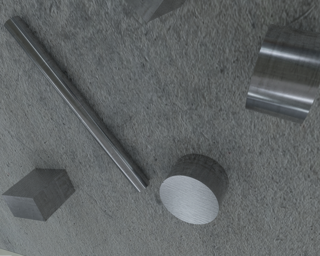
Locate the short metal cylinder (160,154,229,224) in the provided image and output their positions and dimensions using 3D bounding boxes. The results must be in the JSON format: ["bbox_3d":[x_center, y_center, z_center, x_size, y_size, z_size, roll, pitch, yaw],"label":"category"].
[{"bbox_3d":[0.047,0.081,0.417,0.080,0.050,0.079,13,124,21],"label":"short metal cylinder"}]

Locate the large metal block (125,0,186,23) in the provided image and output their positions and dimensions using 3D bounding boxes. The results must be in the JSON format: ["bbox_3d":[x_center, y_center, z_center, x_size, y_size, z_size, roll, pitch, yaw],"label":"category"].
[{"bbox_3d":[0.010,-0.149,0.274,0.050,0.080,0.080,45,129,-3],"label":"large metal block"}]

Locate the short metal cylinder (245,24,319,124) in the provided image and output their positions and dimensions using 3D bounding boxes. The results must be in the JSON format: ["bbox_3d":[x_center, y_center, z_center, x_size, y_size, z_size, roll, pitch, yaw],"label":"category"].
[{"bbox_3d":[0.115,-0.049,0.281,0.050,0.080,0.079,18,125,18],"label":"short metal cylinder"}]

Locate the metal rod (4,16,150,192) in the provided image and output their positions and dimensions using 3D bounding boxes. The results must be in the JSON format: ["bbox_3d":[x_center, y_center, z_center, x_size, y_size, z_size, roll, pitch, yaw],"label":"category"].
[{"bbox_3d":[-0.114,-0.028,0.449,0.025,0.025,0.299,-29,103,37],"label":"metal rod"}]

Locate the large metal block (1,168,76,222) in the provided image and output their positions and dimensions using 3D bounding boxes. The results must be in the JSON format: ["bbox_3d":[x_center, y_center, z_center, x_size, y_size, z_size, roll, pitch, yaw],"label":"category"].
[{"bbox_3d":[-0.216,0.117,0.558,0.080,0.080,0.050,-3,117,29],"label":"large metal block"}]
